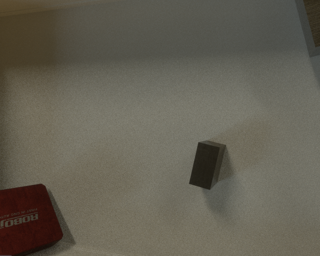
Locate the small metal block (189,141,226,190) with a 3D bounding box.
[{"bbox_3d":[0.059,0.043,0.376,0.025,0.050,0.050,14,95,19],"label":"small metal block"}]

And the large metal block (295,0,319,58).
[{"bbox_3d":[0.195,-0.130,0.329,0.080,0.050,0.080,-14,86,19],"label":"large metal block"}]

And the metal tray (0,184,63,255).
[{"bbox_3d":[-0.207,0.130,0.417,0.030,0.131,0.090,-41,67,30],"label":"metal tray"}]
